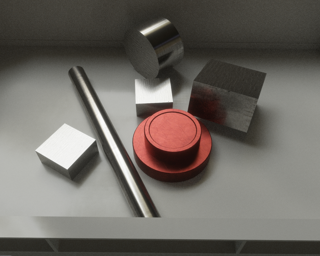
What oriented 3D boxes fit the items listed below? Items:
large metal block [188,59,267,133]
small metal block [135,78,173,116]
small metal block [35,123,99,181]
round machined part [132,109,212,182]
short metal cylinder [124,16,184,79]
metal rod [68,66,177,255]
[{"bbox_3d":[0.091,-0.047,0.417,0.080,0.050,0.080,19,37,14],"label":"large metal block"},{"bbox_3d":[-0.009,-0.045,0.443,0.050,0.025,0.050,-3,50,-3],"label":"small metal block"},{"bbox_3d":[-0.113,0.028,0.380,0.050,0.025,0.050,25,54,19],"label":"small metal block"},{"bbox_3d":[0.015,0.014,0.382,0.099,0.042,0.098,0,50,0],"label":"round machined part"},{"bbox_3d":[-0.010,-0.122,0.471,0.050,0.080,0.080,-35,59,-26],"label":"short metal cylinder"},{"bbox_3d":[-0.061,0.019,0.388,0.025,0.025,0.300,-21,53,-17],"label":"metal rod"}]
